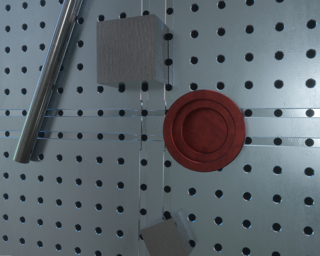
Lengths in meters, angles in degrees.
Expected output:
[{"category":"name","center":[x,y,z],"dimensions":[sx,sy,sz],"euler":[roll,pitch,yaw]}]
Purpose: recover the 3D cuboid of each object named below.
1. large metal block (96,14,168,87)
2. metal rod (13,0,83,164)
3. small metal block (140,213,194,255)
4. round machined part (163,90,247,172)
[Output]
[{"category":"large metal block","center":[-0.036,-0.098,0.411],"dimensions":[0.080,0.050,0.079],"euler":[-1,90,19]},{"category":"metal rod","center":[-0.166,-0.088,0.469],"dimensions":[0.025,0.025,0.298],"euler":[23,97,18]},{"category":"small metal block","center":[0.009,0.147,0.409],"dimensions":[0.050,0.025,0.050],"euler":[-27,81,17]},{"category":"round machined part","center":[0.057,0.003,0.383],"dimensions":[0.098,0.042,0.097],"euler":[0,90,19]}]
